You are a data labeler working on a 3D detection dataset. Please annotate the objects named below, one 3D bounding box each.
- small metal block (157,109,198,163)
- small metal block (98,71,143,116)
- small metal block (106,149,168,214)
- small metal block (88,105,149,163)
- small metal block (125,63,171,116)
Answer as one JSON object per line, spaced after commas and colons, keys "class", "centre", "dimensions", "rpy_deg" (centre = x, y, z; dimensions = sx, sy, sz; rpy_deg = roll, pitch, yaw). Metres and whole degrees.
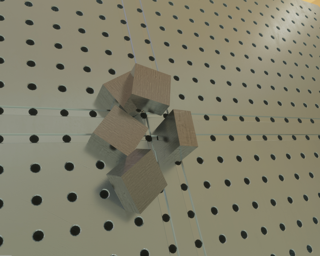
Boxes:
{"class": "small metal block", "centre": [0.021, 0.011, 0.396], "dimensions": [0.025, 0.050, 0.050], "rpy_deg": [5, 60, -26]}
{"class": "small metal block", "centre": [-0.044, -0.041, 0.409], "dimensions": [0.050, 0.025, 0.050], "rpy_deg": [49, 51, 6]}
{"class": "small metal block", "centre": [-0.024, 0.058, 0.345], "dimensions": [0.050, 0.025, 0.050], "rpy_deg": [-41, 117, -39]}
{"class": "small metal block", "centre": [-0.050, 0.008, 0.376], "dimensions": [0.050, 0.025, 0.050], "rpy_deg": [35, 51, -5]}
{"class": "small metal block", "centre": [-0.015, -0.049, 0.398], "dimensions": [0.050, 0.025, 0.050], "rpy_deg": [16, 55, -19]}
